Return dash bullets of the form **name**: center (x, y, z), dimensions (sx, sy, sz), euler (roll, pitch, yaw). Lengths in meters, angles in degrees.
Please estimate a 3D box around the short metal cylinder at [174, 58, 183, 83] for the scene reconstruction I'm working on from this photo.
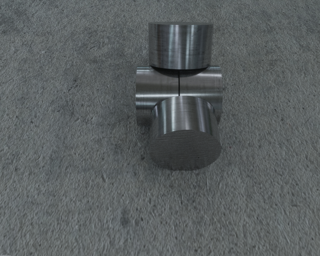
- **short metal cylinder**: center (0.031, -0.093, 0.468), dimensions (0.081, 0.050, 0.080), euler (0, 50, 0)

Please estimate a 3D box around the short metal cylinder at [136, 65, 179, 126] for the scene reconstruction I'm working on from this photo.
- **short metal cylinder**: center (-0.003, -0.042, 0.405), dimensions (0.050, 0.080, 0.080), euler (1, 50, 0)

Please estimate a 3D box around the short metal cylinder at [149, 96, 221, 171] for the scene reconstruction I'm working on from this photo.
- **short metal cylinder**: center (0.028, 0.008, 0.363), dimensions (0.081, 0.080, 0.050), euler (0, 50, 0)

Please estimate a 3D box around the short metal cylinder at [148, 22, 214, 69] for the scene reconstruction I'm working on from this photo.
- **short metal cylinder**: center (0.026, -0.107, 0.393), dimensions (0.081, 0.050, 0.080), euler (1, 22, 0)

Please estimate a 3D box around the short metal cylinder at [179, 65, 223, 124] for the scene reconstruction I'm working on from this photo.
- **short metal cylinder**: center (0.049, -0.042, 0.404), dimensions (0.050, 0.080, 0.080), euler (0, 50, 0)
